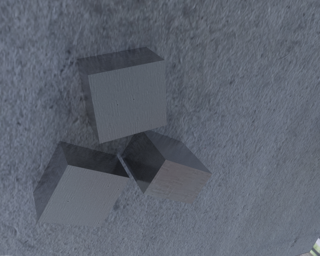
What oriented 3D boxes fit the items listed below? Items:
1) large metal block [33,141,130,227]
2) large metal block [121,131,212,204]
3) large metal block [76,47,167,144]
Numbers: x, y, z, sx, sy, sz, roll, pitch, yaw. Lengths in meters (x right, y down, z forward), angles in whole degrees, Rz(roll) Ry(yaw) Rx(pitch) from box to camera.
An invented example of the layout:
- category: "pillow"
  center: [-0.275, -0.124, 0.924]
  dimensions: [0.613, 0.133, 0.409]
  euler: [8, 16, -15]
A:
- category: "large metal block"
  center: [-0.098, 0.071, 0.382]
  dimensions: [0.080, 0.050, 0.080]
  euler: [20, 108, -36]
- category: "large metal block"
  center: [0.007, 0.049, 0.407]
  dimensions: [0.080, 0.080, 0.050]
  euler: [21, 107, -37]
- category: "large metal block"
  center: [-0.041, -0.038, 0.346]
  dimensions: [0.081, 0.050, 0.079]
  euler: [-16, 125, -20]
